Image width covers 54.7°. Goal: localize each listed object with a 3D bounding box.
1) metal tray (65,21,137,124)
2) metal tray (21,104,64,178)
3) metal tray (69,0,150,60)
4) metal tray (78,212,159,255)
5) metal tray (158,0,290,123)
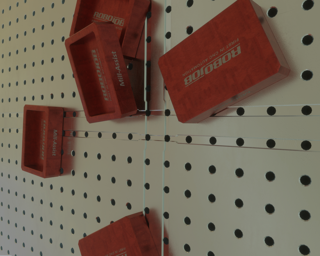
[{"bbox_3d":[-0.087,-0.076,0.446,0.090,0.030,0.129,-7,101,47],"label":"metal tray"},{"bbox_3d":[-0.224,0.022,0.587,0.090,0.030,0.129,7,94,39],"label":"metal tray"},{"bbox_3d":[-0.081,-0.164,0.470,0.130,0.030,0.089,27,107,36],"label":"metal tray"},{"bbox_3d":[-0.062,0.189,0.455,0.130,0.030,0.090,-35,69,34],"label":"metal tray"},{"bbox_3d":[0.065,-0.070,0.351,0.130,0.030,0.090,-29,72,36],"label":"metal tray"}]
